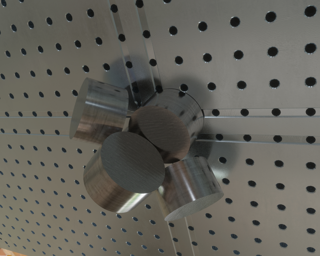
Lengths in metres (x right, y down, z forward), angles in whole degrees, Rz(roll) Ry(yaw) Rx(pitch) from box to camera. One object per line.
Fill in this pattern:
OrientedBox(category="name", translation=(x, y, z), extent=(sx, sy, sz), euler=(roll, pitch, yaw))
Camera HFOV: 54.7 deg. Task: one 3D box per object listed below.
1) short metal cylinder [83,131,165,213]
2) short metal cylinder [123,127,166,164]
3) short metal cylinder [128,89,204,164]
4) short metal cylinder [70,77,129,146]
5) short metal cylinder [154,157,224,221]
OrientedBox(category="short metal cylinder", translation=(-0.041, 0.051, 0.361), extent=(0.080, 0.080, 0.050), euler=(41, 129, -1))
OrientedBox(category="short metal cylinder", translation=(-0.035, 0.043, 0.438), extent=(0.080, 0.050, 0.079), euler=(13, 124, 20))
OrientedBox(category="short metal cylinder", translation=(0.008, -0.002, 0.387), extent=(0.080, 0.050, 0.079), euler=(13, 124, 20))
OrientedBox(category="short metal cylinder", translation=(-0.079, -0.019, 0.395), extent=(0.050, 0.080, 0.080), euler=(15, 133, -23))
OrientedBox(category="short metal cylinder", translation=(0.034, 0.078, 0.396), extent=(0.080, 0.081, 0.050), euler=(-47, 56, 39))
